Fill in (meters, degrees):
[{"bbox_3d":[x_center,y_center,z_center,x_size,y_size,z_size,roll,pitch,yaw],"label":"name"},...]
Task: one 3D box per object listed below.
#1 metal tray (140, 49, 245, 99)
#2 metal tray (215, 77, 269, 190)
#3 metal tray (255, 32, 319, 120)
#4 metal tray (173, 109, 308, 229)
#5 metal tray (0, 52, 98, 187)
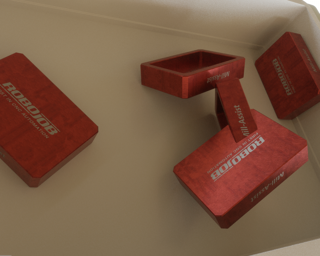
[{"bbox_3d":[0.049,-0.083,0.447,0.131,0.030,0.090,-23,34,-37],"label":"metal tray"},{"bbox_3d":[0.106,0.010,0.415,0.030,0.090,0.130,-15,66,3],"label":"metal tray"},{"bbox_3d":[0.227,-0.091,0.544,0.030,0.090,0.130,1,62,-28],"label":"metal tray"},{"bbox_3d":[0.092,0.042,0.363,0.130,0.030,0.090,-37,43,-10],"label":"metal tray"},{"bbox_3d":[-0.144,-0.012,0.333,0.130,0.030,0.090,44,51,2],"label":"metal tray"}]
